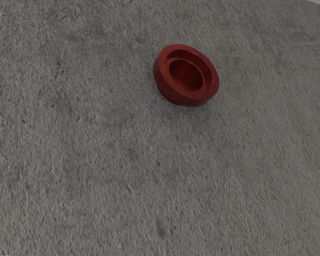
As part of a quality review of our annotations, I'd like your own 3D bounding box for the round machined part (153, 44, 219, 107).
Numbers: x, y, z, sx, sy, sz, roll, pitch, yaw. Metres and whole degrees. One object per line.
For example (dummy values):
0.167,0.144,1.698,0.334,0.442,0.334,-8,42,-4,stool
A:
0.034,-0.072,0.454,0.099,0.042,0.098,13,56,-21,round machined part
